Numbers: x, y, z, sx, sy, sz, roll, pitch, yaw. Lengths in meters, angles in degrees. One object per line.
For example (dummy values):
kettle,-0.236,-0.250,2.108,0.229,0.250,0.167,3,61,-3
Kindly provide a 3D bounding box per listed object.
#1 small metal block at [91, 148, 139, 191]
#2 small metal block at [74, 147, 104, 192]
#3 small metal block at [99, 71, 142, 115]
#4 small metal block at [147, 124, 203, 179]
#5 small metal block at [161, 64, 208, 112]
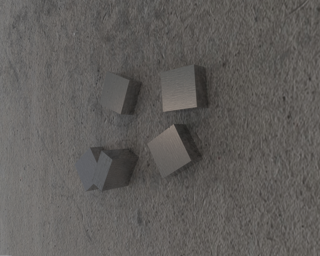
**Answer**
small metal block,-0.064,0.058,0.441,0.025,0.050,0.050,33,111,35
small metal block,-0.104,0.065,0.491,0.050,0.025,0.050,-44,64,31
small metal block,-0.058,-0.051,0.453,0.050,0.025,0.050,26,106,37
small metal block,0.018,0.029,0.390,0.050,0.025,0.050,-38,67,33
small metal block,0.030,-0.047,0.381,0.050,0.025,0.050,-6,86,40
